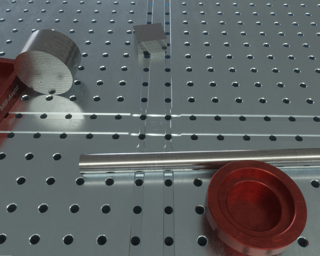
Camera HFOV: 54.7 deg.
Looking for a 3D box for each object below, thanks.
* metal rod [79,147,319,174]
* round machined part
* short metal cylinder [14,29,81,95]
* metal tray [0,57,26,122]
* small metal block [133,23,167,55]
[{"bbox_3d":[0.057,0.039,0.375,0.302,0.025,0.025,-1,50,-2],"label":"metal rod"},{"bbox_3d":[0.096,0.085,0.326,0.099,0.042,0.098,0,50,0],"label":"round machined part"},{"bbox_3d":[-0.161,-0.094,0.449,0.080,0.080,0.050,4,50,3],"label":"short metal cylinder"},{"bbox_3d":[-0.257,-0.050,0.442,0.090,0.030,0.130,9,51,7],"label":"metal tray"},{"bbox_3d":[-0.018,-0.156,0.538,0.050,0.025,0.050,-9,51,-8],"label":"small metal block"}]
